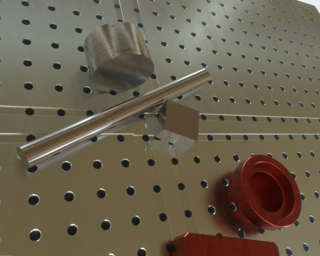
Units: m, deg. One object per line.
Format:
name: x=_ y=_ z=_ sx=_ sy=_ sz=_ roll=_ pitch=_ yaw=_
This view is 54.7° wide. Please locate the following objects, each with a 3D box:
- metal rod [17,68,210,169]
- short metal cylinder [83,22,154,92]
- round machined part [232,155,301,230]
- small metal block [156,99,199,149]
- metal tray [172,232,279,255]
metal rod: x=-0.034 y=-0.027 z=0.407 sx=0.302 sy=0.025 sz=0.025 roll=-28 pitch=78 yaw=-38
short metal cylinder: x=-0.053 y=-0.089 z=0.400 sx=0.081 sy=0.080 sz=0.050 roll=-5 pitch=64 yaw=-31
round machined part: x=0.138 y=0.089 z=0.419 sx=0.099 sy=0.042 sz=0.098 roll=14 pitch=56 yaw=-21
small metal block: x=0.025 y=-0.005 z=0.426 sx=0.050 sy=0.025 sz=0.050 roll=20 pitch=54 yaw=-17
metal tray: x=0.079 y=0.171 z=0.345 sx=0.131 sy=0.030 sz=0.090 roll=14 pitch=56 yaw=-21
